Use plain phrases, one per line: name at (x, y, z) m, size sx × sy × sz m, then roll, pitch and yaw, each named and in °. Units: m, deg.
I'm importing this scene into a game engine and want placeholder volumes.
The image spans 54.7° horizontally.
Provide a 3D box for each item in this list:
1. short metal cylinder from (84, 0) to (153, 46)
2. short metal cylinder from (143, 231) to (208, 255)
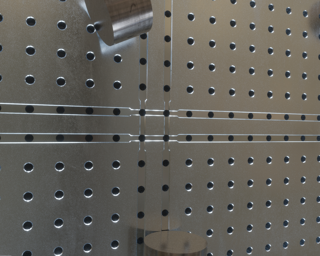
short metal cylinder at (-0.051, -0.144, 0.365) m, size 0.050 × 0.080 × 0.080 m, roll -27°, pitch 99°, yaw -18°
short metal cylinder at (0.019, 0.168, 0.392) m, size 0.081 × 0.080 × 0.050 m, roll 3°, pitch 89°, yaw -20°
